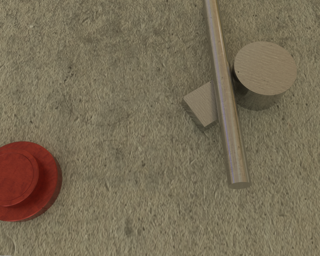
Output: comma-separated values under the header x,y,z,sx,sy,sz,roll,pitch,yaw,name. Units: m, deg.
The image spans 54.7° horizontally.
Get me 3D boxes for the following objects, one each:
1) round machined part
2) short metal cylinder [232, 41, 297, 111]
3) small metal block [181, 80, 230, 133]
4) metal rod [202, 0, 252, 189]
x,y,z,sx,sy,sz,roll,pitch,yaw,name
-0.174,0.062,0.374,0.099,0.042,0.098,0,70,-1,round machined part
0.136,-0.070,0.422,0.081,0.050,0.080,0,70,-1,short metal cylinder
0.064,-0.029,0.420,0.050,0.025,0.050,-31,73,-11,small metal block
0.083,-0.068,0.409,0.025,0.025,0.299,-1,61,-1,metal rod
